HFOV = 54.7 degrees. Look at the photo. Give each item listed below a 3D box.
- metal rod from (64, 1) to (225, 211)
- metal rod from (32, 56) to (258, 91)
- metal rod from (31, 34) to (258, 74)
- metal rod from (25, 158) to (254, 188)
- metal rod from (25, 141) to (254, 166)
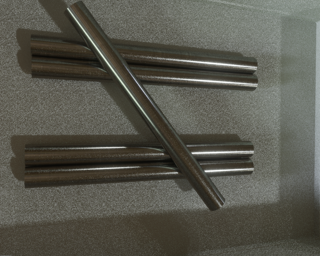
[{"bbox_3d":[-0.011,-0.017,0.379,0.025,0.025,0.299,-40,103,-16],"label":"metal rod"},{"bbox_3d":[-0.005,-0.068,0.407,0.302,0.025,0.025,1,90,-20],"label":"metal rod"},{"bbox_3d":[-0.005,-0.093,0.406,0.302,0.025,0.025,1,90,-20],"label":"metal rod"},{"bbox_3d":[-0.011,0.056,0.404,0.302,0.025,0.025,0,90,-20],"label":"metal rod"},{"bbox_3d":[-0.011,0.031,0.404,0.302,0.025,0.025,0,90,-20],"label":"metal rod"}]
